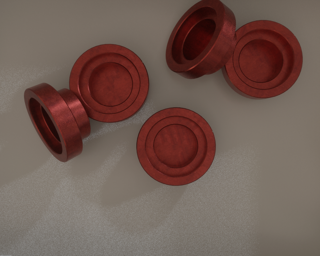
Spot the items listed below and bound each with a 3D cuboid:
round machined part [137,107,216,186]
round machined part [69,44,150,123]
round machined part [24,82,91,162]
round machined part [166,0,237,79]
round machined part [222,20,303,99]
[{"bbox_3d":[0.020,0.023,0.403,0.099,0.042,0.097,0,90,-1],"label":"round machined part"},{"bbox_3d":[-0.063,-0.055,0.402,0.099,0.042,0.097,0,90,-1],"label":"round machined part"},{"bbox_3d":[-0.122,-0.010,0.381,0.042,0.098,0.098,-31,91,-32],"label":"round machined part"},{"bbox_3d":[0.055,-0.105,0.385,0.042,0.098,0.098,23,90,-35],"label":"round machined part"},{"bbox_3d":[0.128,-0.086,0.405,0.099,0.042,0.097,0,90,-1],"label":"round machined part"}]
